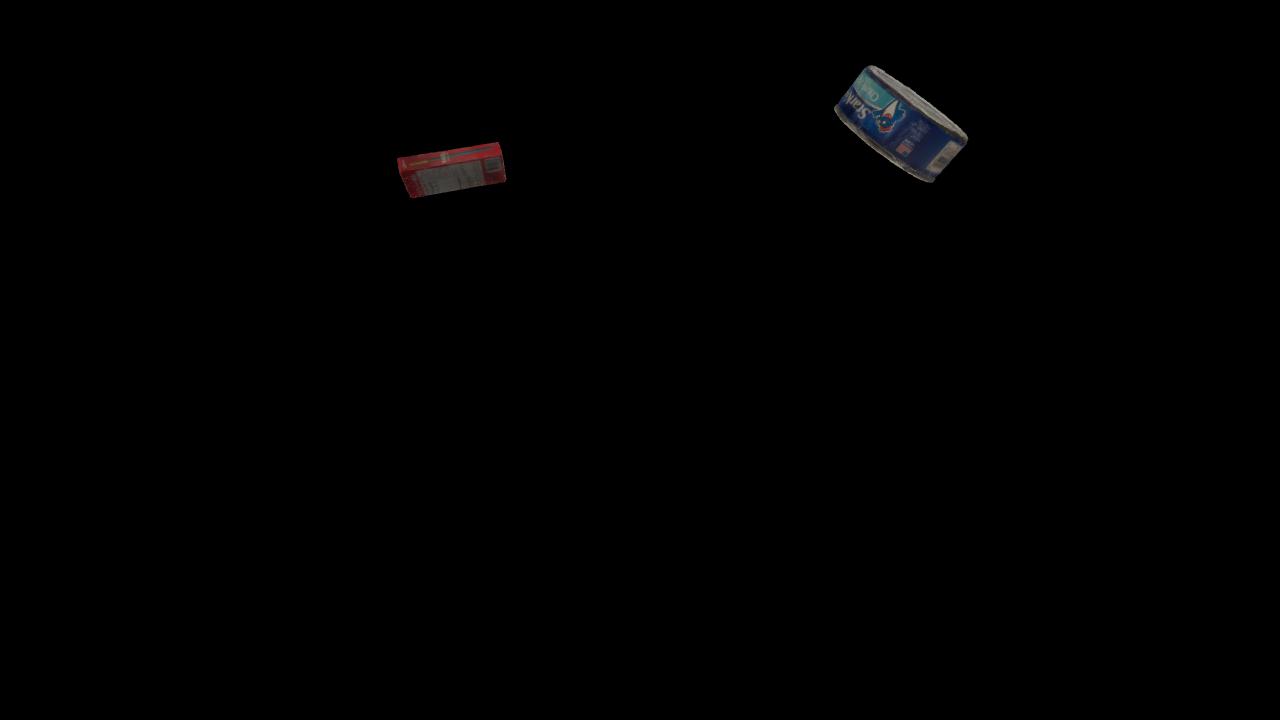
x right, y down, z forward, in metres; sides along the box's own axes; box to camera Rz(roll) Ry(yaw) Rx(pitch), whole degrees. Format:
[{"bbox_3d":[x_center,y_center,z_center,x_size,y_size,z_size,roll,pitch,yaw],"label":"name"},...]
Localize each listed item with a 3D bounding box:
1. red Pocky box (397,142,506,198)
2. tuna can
[{"bbox_3d":[-0.290,-0.296,0.959,0.155,0.028,0.083,-14,-10,-11],"label":"red Pocky box"},{"bbox_3d":[0.173,-0.157,0.407,0.084,0.084,0.034,0,-41,-40],"label":"tuna can"}]
